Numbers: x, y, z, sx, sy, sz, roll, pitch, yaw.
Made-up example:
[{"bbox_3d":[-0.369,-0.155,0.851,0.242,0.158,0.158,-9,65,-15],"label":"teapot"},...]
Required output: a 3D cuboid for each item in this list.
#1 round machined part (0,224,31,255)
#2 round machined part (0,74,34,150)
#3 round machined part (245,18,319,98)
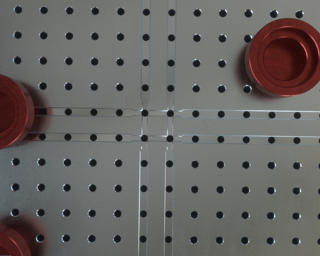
[{"bbox_3d":[-0.216,0.173,0.404,0.099,0.042,0.097,0,90,0],"label":"round machined part"},{"bbox_3d":[-0.213,-0.020,0.404,0.099,0.042,0.097,0,90,0],"label":"round machined part"},{"bbox_3d":[0.160,-0.088,0.406,0.099,0.042,0.097,0,90,0],"label":"round machined part"}]
